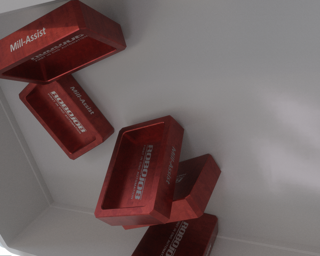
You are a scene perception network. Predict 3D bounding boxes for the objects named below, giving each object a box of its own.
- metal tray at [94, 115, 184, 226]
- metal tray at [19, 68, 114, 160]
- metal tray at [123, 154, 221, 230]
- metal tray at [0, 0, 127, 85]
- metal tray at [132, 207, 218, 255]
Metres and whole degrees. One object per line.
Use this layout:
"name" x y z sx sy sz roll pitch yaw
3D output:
"metal tray" -0.023 0.052 0.385 0.090 0.130 0.030 -14 138 34
"metal tray" -0.141 -0.022 0.466 0.090 0.030 0.130 -29 103 37
"metal tray" 0.009 0.086 0.414 0.130 0.090 0.030 -22 107 36
"metal tray" -0.116 -0.089 0.351 0.130 0.090 0.030 -18 84 21
"metal tray" 0.021 0.169 0.434 0.090 0.131 0.030 8 122 24
